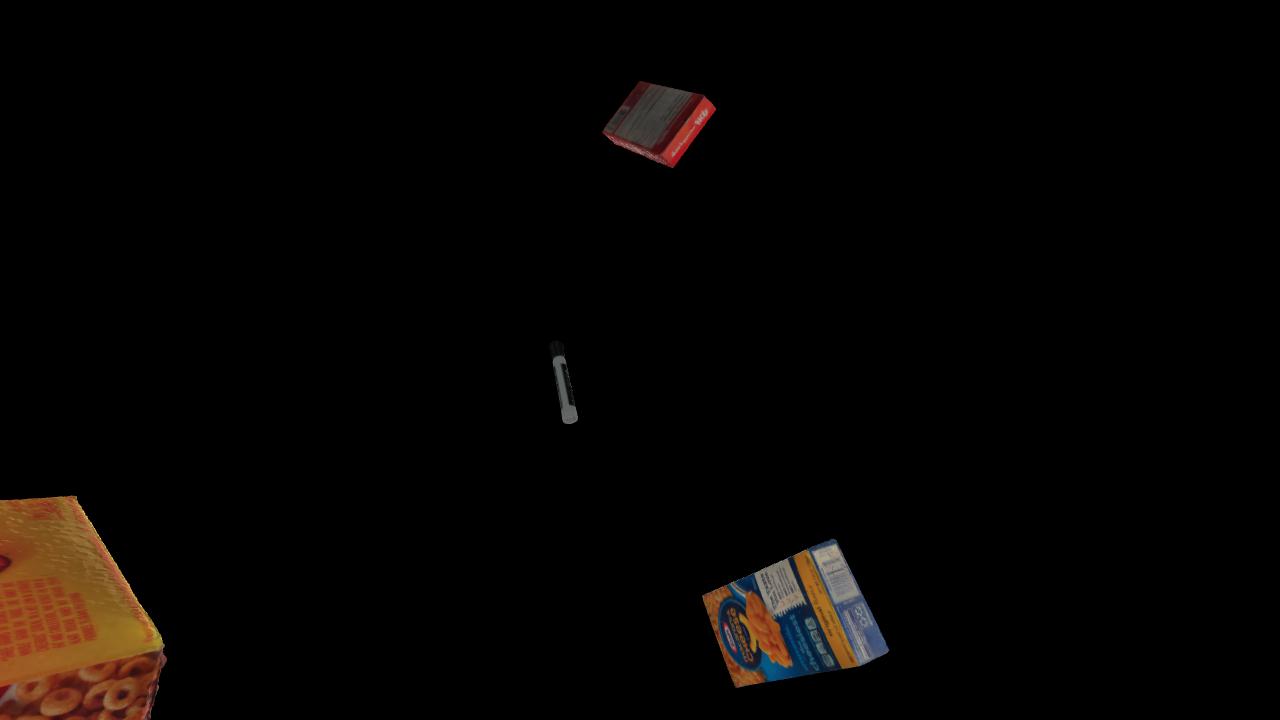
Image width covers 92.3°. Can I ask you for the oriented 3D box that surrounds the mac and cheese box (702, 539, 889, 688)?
[{"bbox_3d":[0.128,0.233,0.553,0.041,0.093,0.184,-8,-27,-31],"label":"mac and cheese box"}]

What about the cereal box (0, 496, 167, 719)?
[{"bbox_3d":[-0.408,0.135,0.246,0.203,0.081,0.306,18,5,37],"label":"cereal box"}]

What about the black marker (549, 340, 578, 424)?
[{"bbox_3d":[-0.096,0.024,0.765,0.020,0.121,0.020,-10,-36,-8],"label":"black marker"}]

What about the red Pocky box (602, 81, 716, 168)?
[{"bbox_3d":[0.018,-0.284,0.733,0.028,0.083,0.155,35,6,-40],"label":"red Pocky box"}]
